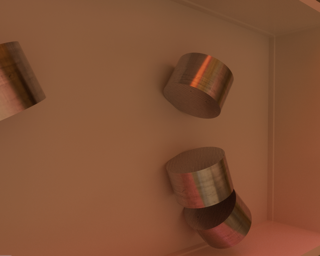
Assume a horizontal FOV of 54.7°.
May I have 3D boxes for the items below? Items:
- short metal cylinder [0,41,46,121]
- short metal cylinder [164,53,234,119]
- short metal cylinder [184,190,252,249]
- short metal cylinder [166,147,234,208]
[{"bbox_3d":[-0.143,-0.032,0.252,0.081,0.080,0.050,-34,111,-35],"label":"short metal cylinder"},{"bbox_3d":[0.052,-0.055,0.416,0.080,0.080,0.050,40,66,-33],"label":"short metal cylinder"},{"bbox_3d":[0.083,0.123,0.443,0.050,0.080,0.080,51,60,-28],"label":"short metal cylinder"},{"bbox_3d":[0.054,0.064,0.418,0.081,0.080,0.050,-28,108,-37],"label":"short metal cylinder"}]
